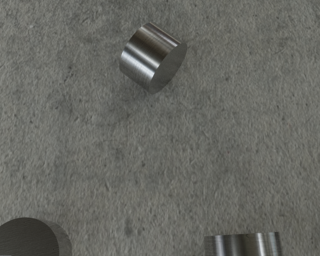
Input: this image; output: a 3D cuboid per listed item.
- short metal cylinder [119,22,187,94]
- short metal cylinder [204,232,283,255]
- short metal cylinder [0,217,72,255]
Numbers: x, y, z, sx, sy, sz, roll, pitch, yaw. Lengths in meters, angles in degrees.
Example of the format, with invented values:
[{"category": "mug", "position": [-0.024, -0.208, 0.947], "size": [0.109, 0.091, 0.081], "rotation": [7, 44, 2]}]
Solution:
[{"category": "short metal cylinder", "position": [-0.008, -0.092, 0.412], "size": [0.050, 0.080, 0.080], "rotation": [38, 74, 12]}, {"category": "short metal cylinder", "position": [0.089, 0.139, 0.329], "size": [0.081, 0.080, 0.050], "rotation": [-3, 70, -2]}, {"category": "short metal cylinder", "position": [-0.144, 0.142, 0.341], "size": [0.081, 0.050, 0.080], "rotation": [0, 70, 0]}]
